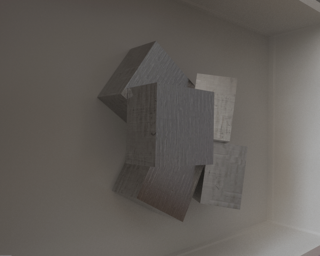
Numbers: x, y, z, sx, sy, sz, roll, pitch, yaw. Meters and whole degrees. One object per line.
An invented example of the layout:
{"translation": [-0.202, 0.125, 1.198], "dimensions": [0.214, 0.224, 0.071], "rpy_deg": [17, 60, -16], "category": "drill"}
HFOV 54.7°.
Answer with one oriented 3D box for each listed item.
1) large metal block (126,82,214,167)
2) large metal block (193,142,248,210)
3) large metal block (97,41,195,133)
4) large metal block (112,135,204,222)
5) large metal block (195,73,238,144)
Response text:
{"translation": [0.012, -0.001, 0.333], "dimensions": [0.081, 0.050, 0.080], "rpy_deg": [3, 87, -39], "category": "large metal block"}
{"translation": [0.080, 0.064, 0.430], "dimensions": [0.050, 0.080, 0.080], "rpy_deg": [9, 82, 0], "category": "large metal block"}
{"translation": [-0.014, -0.045, 0.379], "dimensions": [0.080, 0.050, 0.080], "rpy_deg": [44, 64, -32], "category": "large metal block"}
{"translation": [0.000, 0.061, 0.387], "dimensions": [0.080, 0.050, 0.080], "rpy_deg": [37, 67, -34], "category": "large metal block"}
{"translation": [0.068, -0.021, 0.420], "dimensions": [0.080, 0.050, 0.080], "rpy_deg": [63, 36, -81], "category": "large metal block"}
